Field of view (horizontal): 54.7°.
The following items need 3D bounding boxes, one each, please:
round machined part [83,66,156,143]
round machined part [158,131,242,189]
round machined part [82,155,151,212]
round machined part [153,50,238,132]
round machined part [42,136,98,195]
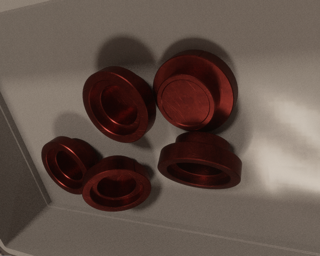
[{"bbox_3d":[-0.047,-0.033,0.397,0.098,0.042,0.097,16,126,24],"label":"round machined part"},{"bbox_3d":[0.049,0.038,0.376,0.099,0.042,0.098,10,153,5],"label":"round machined part"},{"bbox_3d":[-0.064,0.078,0.459,0.099,0.042,0.097,-6,132,-7],"label":"round machined part"},{"bbox_3d":[0.036,-0.036,0.355,0.098,0.042,0.097,13,124,20],"label":"round machined part"},{"bbox_3d":[-0.139,0.055,0.500,0.098,0.042,0.097,16,124,24],"label":"round machined part"}]
